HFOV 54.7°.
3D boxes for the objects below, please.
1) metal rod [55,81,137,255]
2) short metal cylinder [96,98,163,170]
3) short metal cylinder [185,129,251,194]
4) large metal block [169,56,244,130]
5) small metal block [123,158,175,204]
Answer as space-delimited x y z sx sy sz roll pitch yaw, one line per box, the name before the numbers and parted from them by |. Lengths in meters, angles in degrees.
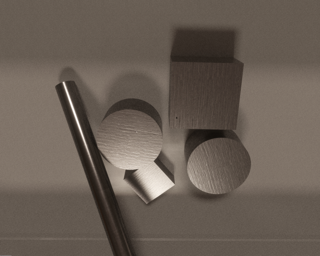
metal rod | -0.067 0.084 0.376 0.025 0.025 0.299 -22 84 7
short metal cylinder | -0.037 0.007 0.400 0.081 0.050 0.079 0 110 -1
short metal cylinder | 0.074 0.040 0.414 0.081 0.050 0.079 0 110 -1
large metal block | 0.053 -0.044 0.382 0.081 0.050 0.079 1 110 -1
small metal block | -0.015 0.070 0.437 0.050 0.025 0.050 -37 106 12
